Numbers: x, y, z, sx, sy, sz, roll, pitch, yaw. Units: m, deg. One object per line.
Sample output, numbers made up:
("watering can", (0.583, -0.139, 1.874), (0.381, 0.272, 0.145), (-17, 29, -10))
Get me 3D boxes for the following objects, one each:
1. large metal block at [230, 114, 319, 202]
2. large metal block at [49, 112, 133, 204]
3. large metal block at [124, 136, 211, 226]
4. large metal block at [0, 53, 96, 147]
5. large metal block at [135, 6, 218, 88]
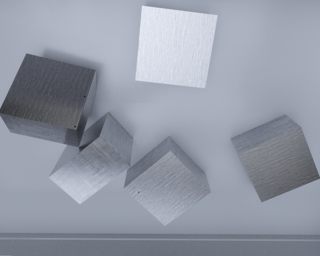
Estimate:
("large metal block", (0.152, 0.040, 0.415), (0.080, 0.050, 0.080), (-25, 109, 8))
("large metal block", (-0.083, 0.035, 0.393), (0.080, 0.080, 0.050), (-38, 109, 12))
("large metal block", (0.010, 0.072, 0.425), (0.080, 0.050, 0.080), (-40, 106, 13))
("large metal block", (-0.125, -0.031, 0.362), (0.081, 0.080, 0.050), (13, 153, -5))
("large metal block", (0.017, -0.095, 0.363), (0.081, 0.050, 0.079), (6, 110, -3))
